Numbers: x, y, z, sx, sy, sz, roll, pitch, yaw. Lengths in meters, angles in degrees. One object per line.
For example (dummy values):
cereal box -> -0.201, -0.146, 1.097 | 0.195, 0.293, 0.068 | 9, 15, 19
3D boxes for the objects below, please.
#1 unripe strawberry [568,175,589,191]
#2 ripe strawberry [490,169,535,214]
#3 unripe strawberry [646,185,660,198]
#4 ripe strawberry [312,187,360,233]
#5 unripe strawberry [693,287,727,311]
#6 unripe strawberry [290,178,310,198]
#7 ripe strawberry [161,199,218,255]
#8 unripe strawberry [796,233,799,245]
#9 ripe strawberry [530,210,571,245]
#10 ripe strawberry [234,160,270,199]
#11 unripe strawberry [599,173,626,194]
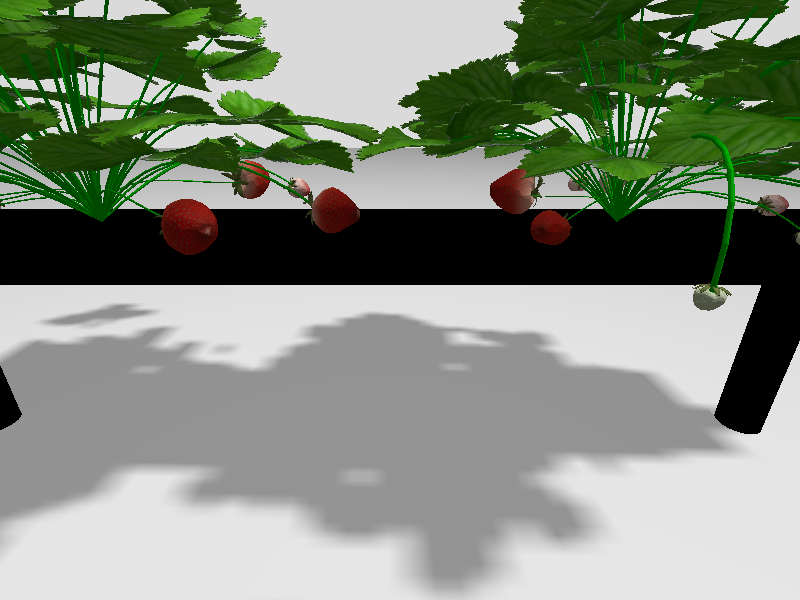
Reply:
unripe strawberry -> 0.232, -0.153, 0.523 | 0.025, 0.021, 0.025 | 5, 8, 12
ripe strawberry -> 0.107, -0.104, 0.386 | 0.043, 0.043, 0.040 | 12, 25, 28
unripe strawberry -> 0.302, -0.129, 0.479 | 0.015, 0.015, 0.013 | 17, 28, 35
ripe strawberry -> -0.048, -0.068, 0.306 | 0.035, 0.034, 0.032 | 7, 23, 9
unripe strawberry -> 0.125, 0.000, 0.162 | 0.011, 0.010, 0.010 | 7, 23, 17
unripe strawberry -> -0.116, -0.129, 0.466 | 0.026, 0.023, 0.023 | 23, 5, 43
ripe strawberry -> -0.130, -0.045, 0.252 | 0.035, 0.035, 0.033 | 17, 28, 34
unripe strawberry -> 0.271, -0.040, 0.267 | 0.011, 0.011, 0.010 | -19, -8, -39
ripe strawberry -> 0.099, -0.048, 0.267 | 0.026, 0.022, 0.026 | -20, 30, -39
ripe strawberry -> -0.170, -0.140, 0.465 | 0.038, 0.043, 0.041 | 14, 26, 31
unripe strawberry -> 0.270, -0.150, 0.509 | 0.030, 0.032, 0.033 | 10, 9, 22
